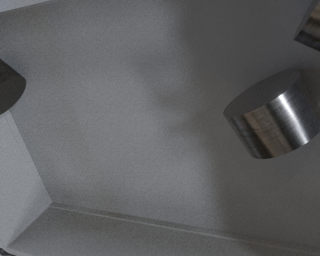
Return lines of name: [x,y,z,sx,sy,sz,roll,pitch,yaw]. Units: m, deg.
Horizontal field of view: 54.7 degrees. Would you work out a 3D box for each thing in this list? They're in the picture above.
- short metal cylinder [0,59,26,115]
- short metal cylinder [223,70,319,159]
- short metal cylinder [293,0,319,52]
short metal cylinder: [-0.251,-0.062,0.465,0.050,0.080,0.080,39,129,1]
short metal cylinder: [0.111,-0.014,0.306,0.080,0.080,0.050,-26,104,37]
short metal cylinder: [0.147,-0.095,0.237,0.050,0.080,0.079,28,128,10]
